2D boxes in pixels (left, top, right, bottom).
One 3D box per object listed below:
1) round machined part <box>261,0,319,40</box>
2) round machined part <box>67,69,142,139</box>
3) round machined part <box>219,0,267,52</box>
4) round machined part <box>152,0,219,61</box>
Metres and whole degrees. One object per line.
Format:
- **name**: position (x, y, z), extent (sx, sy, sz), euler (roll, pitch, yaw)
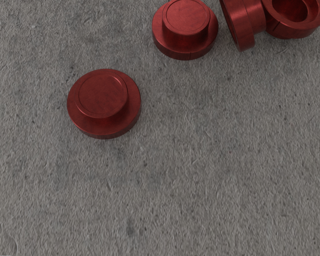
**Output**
- **round machined part**: position (0.186, -0.171, 0.457), extent (0.099, 0.042, 0.098), euler (4, 67, -9)
- **round machined part**: position (-0.075, -0.037, 0.412), extent (0.099, 0.042, 0.098), euler (0, 70, 0)
- **round machined part**: position (0.113, -0.158, 0.424), extent (0.042, 0.098, 0.098), euler (-21, 70, 14)
- **round machined part**: position (0.037, -0.152, 0.455), extent (0.099, 0.042, 0.098), euler (0, 70, 0)
